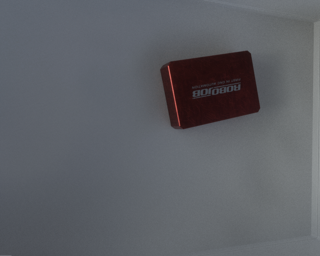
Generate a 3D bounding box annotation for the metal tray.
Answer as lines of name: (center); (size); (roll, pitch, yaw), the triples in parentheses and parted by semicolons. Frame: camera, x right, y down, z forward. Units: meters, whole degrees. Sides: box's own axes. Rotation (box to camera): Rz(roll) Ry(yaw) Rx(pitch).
metal tray: (0.073, -0.054, 0.436); (0.131, 0.030, 0.089); (-13, 95, -20)
